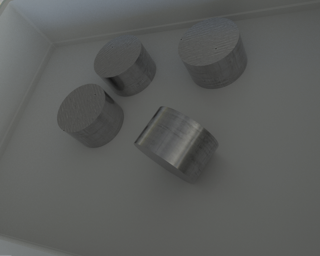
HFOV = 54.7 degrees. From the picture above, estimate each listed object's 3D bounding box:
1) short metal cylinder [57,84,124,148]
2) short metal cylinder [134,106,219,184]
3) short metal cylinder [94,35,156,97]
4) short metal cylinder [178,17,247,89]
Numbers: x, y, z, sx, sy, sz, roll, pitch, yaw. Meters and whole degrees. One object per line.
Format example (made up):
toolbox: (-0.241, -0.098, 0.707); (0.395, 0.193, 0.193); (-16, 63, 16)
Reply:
short metal cylinder: (-0.100, -0.017, 0.451); (0.080, 0.050, 0.080); (-13, 56, 20)
short metal cylinder: (0.018, 0.020, 0.348); (0.080, 0.080, 0.050); (26, 76, 36)
short metal cylinder: (-0.053, -0.095, 0.474); (0.080, 0.050, 0.080); (-13, 56, 20)
short metal cylinder: (0.071, -0.099, 0.413); (0.080, 0.050, 0.080); (-13, 56, 20)
